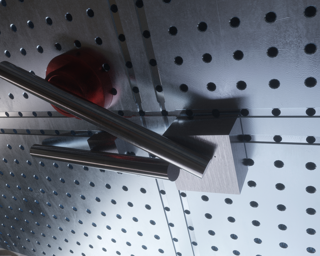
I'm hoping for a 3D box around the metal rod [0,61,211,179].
[{"bbox_3d":[-0.080,-0.017,0.379,0.301,0.025,0.025,25,127,15],"label":"metal rod"}]

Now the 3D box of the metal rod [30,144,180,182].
[{"bbox_3d":[-0.101,0.045,0.455,0.300,0.025,0.025,2,120,38],"label":"metal rod"}]

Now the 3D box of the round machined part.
[{"bbox_3d":[-0.119,-0.053,0.427,0.098,0.042,0.097,13,124,20],"label":"round machined part"}]

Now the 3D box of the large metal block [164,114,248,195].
[{"bbox_3d":[0.057,0.031,0.380,0.080,0.050,0.080,-2,118,28],"label":"large metal block"}]

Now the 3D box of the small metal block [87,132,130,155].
[{"bbox_3d":[-0.076,0.034,0.471,0.050,0.025,0.050,0,118,28],"label":"small metal block"}]
